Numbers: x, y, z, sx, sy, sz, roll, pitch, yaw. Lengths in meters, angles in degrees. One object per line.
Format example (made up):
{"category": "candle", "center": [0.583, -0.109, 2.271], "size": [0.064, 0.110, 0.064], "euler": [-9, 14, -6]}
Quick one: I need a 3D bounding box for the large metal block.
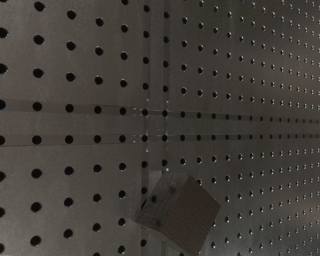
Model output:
{"category": "large metal block", "center": [0.027, 0.115, 0.418], "size": [0.080, 0.050, 0.080], "euler": [47, 62, -30]}
